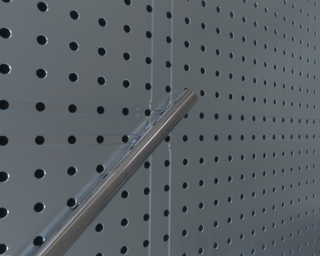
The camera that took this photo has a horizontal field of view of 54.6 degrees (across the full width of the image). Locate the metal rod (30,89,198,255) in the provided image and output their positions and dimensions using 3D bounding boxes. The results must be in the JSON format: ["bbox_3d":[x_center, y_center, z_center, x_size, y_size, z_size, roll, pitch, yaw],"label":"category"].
[{"bbox_3d":[-0.044,0.052,0.371,0.301,0.025,0.025,-48,119,-29],"label":"metal rod"}]
